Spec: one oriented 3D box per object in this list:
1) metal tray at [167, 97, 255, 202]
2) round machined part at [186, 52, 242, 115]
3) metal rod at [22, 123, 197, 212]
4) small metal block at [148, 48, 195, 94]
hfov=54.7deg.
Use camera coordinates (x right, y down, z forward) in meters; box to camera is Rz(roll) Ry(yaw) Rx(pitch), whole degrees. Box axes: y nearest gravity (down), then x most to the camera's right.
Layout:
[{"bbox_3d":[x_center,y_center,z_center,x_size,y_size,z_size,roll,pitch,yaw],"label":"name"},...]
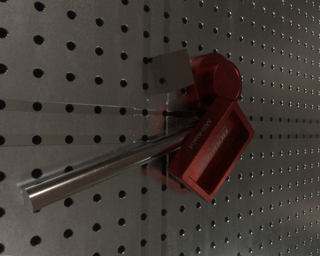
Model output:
[{"bbox_3d":[0.077,0.031,0.443,0.130,0.030,0.090,-54,133,-11],"label":"metal tray"},{"bbox_3d":[0.089,-0.067,0.475,0.099,0.042,0.097,0,90,-40],"label":"round machined part"},{"bbox_3d":[-0.018,0.032,0.396,0.302,0.025,0.025,-19,103,-39],"label":"metal rod"},{"bbox_3d":[0.017,-0.078,0.425,0.050,0.025,0.050,-24,106,-38],"label":"small metal block"}]
